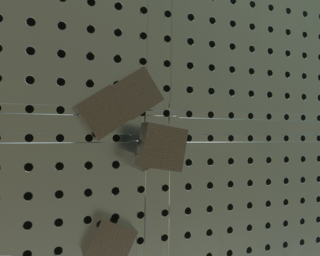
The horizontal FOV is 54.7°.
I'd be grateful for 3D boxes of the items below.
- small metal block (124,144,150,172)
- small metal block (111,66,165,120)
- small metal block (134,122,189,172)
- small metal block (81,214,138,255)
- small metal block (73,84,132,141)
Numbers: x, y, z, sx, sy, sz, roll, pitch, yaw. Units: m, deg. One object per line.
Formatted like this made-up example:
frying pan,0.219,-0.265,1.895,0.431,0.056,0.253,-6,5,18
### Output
small metal block,-0.012,0.030,0.396,0.050,0.050,0.025,-26,99,-18
small metal block,-0.031,-0.045,0.402,0.050,0.025,0.050,-35,102,-17
small metal block,0.002,0.022,0.361,0.050,0.025,0.050,11,86,-20
small metal block,-0.063,0.143,0.390,0.050,0.025,0.050,27,81,-18
small metal block,-0.072,-0.019,0.387,0.050,0.025,0.050,-35,102,-17
